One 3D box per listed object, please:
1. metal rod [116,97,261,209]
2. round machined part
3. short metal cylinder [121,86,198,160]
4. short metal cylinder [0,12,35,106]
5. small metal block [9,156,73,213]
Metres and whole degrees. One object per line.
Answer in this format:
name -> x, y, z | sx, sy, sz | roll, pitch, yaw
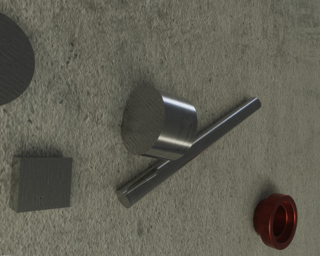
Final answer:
metal rod -> 0.061, 0.021, 0.455 | 0.302, 0.025, 0.025 | -31, 110, -36
round machined part -> 0.209, 0.168, 0.569 | 0.099, 0.042, 0.097 | 0, 90, -40
short metal cylinder -> -0.002, -0.004, 0.367 | 0.050, 0.080, 0.080 | 14, 81, -39
short metal cylinder -> -0.154, -0.055, 0.259 | 0.081, 0.050, 0.079 | 0, 90, -40
small metal block -> -0.117, 0.053, 0.307 | 0.050, 0.025, 0.050 | 4, 87, -40
